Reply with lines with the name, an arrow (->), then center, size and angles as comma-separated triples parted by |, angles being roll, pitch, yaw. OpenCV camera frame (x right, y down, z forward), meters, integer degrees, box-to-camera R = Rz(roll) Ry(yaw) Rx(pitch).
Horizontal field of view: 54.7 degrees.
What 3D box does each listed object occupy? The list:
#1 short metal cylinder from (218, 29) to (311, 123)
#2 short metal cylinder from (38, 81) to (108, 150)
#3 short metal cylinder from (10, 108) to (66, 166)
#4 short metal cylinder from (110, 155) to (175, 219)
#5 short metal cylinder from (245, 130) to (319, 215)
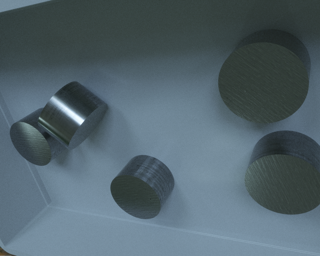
short metal cylinder -> 0.104, -0.051, 0.306 | 0.080, 0.050, 0.079 | 13, 124, 20
short metal cylinder -> -0.117, -0.017, 0.422 | 0.050, 0.080, 0.080 | 38, 129, 3
short metal cylinder -> -0.190, 0.014, 0.499 | 0.080, 0.050, 0.079 | 13, 124, 20
short metal cylinder -> -0.025, 0.087, 0.458 | 0.080, 0.050, 0.079 | 13, 124, 20
short metal cylinder -> 0.141, 0.050, 0.349 | 0.080, 0.050, 0.079 | 13, 124, 20
